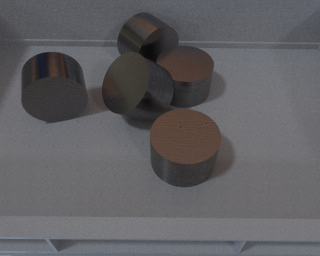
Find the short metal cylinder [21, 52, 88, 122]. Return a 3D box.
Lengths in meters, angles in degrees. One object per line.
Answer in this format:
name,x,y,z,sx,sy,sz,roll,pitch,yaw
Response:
short metal cylinder,-0.140,-0.053,0.412,0.081,0.080,0.050,-12,51,-10

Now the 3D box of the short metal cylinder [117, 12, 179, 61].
short metal cylinder,-0.018,-0.129,0.478,0.080,0.080,0.050,-33,58,-25

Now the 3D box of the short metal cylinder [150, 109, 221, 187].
short metal cylinder,0.029,0.023,0.370,0.081,0.050,0.080,0,50,0

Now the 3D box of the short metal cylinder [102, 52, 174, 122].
short metal cylinder,-0.029,-0.052,0.405,0.080,0.050,0.080,-9,74,36

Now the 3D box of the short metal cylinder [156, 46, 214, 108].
short metal cylinder,0.035,-0.076,0.453,0.081,0.050,0.080,0,50,0
